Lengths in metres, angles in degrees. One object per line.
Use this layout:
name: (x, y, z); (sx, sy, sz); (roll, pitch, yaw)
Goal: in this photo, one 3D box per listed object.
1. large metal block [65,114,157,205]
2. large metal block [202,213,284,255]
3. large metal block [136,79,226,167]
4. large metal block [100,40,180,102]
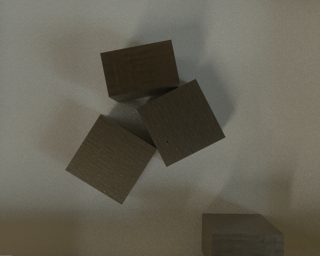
large metal block: (-0.059, 0.038, 0.398); (0.080, 0.050, 0.080); (32, 90, -1)
large metal block: (0.098, 0.143, 0.385); (0.081, 0.080, 0.050); (1, 90, -1)
large metal block: (0.025, -0.006, 0.399); (0.080, 0.050, 0.080); (-27, 90, -1)
large metal block: (-0.022, -0.067, 0.384); (0.080, 0.080, 0.050); (-11, 90, 0)
